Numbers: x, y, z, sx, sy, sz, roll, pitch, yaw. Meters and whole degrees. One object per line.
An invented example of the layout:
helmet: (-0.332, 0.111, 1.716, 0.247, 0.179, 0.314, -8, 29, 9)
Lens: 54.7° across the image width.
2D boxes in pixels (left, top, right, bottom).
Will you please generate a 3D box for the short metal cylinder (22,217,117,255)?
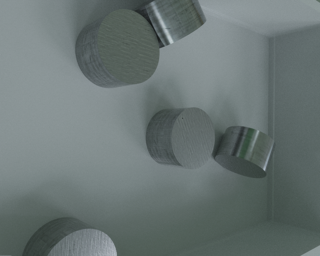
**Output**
short metal cylinder: (-0.092, 0.137, 0.315, 0.081, 0.050, 0.079, 0, 90, -40)

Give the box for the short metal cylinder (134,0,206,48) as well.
short metal cylinder: (0.010, -0.138, 0.381, 0.080, 0.080, 0.050, -45, 117, -31)

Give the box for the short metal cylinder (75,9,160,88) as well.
short metal cylinder: (-0.047, -0.087, 0.352, 0.081, 0.050, 0.079, 0, 90, -40)

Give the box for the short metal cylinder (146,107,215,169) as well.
short metal cylinder: (0.028, 0.013, 0.416, 0.081, 0.050, 0.079, 0, 90, -40)

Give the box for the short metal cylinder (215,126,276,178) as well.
short metal cylinder: (0.133, 0.039, 0.486, 0.080, 0.080, 0.050, 38, 67, -34)
